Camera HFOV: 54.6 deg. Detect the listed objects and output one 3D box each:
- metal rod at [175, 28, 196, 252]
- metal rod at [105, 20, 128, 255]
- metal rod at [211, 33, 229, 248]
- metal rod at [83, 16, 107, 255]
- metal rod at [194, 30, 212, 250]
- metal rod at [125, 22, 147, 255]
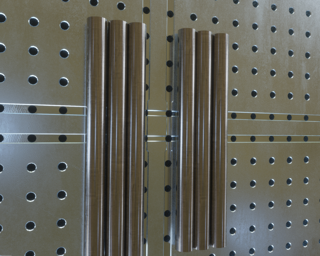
[{"bbox_3d":[0.035,0.016,0.425,0.025,0.025,0.298,1,90,-20],"label":"metal rod"},{"bbox_3d":[-0.055,0.017,0.391,0.025,0.025,0.298,1,90,-20],"label":"metal rod"},{"bbox_3d":[0.084,0.017,0.443,0.025,0.025,0.298,1,90,-20],"label":"metal rod"},{"bbox_3d":[-0.080,0.016,0.382,0.025,0.025,0.298,1,90,-20],"label":"metal rod"},{"bbox_3d":[0.059,0.017,0.433,0.025,0.025,0.298,1,90,-20],"label":"metal rod"},{"bbox_3d":[-0.032,0.017,0.400,0.025,0.025,0.298,1,90,-20],"label":"metal rod"}]
